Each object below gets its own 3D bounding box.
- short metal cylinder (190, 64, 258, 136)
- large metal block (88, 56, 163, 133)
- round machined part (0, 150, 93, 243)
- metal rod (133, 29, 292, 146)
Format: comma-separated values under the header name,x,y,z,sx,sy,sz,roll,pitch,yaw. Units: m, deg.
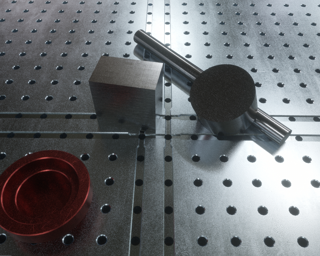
name,x,y,z,sx,sy,sz,roll,pitch,yaw
short metal cylinder,0.084,-0.035,0.403,0.080,0.050,0.080,-7,67,17
large metal block,-0.040,-0.043,0.408,0.080,0.080,0.050,8,51,6
round machined part,-0.121,0.075,0.332,0.099,0.042,0.098,0,50,0
metal rod,0.063,-0.074,0.470,0.025,0.025,0.300,-34,58,-25
